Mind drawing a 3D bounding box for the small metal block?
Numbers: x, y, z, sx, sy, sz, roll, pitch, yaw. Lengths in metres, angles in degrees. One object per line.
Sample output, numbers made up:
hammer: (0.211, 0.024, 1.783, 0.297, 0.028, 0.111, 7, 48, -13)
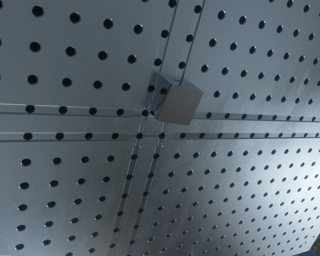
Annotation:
small metal block: (0.022, -0.033, 0.404, 0.050, 0.025, 0.050, 9, 114, -33)
